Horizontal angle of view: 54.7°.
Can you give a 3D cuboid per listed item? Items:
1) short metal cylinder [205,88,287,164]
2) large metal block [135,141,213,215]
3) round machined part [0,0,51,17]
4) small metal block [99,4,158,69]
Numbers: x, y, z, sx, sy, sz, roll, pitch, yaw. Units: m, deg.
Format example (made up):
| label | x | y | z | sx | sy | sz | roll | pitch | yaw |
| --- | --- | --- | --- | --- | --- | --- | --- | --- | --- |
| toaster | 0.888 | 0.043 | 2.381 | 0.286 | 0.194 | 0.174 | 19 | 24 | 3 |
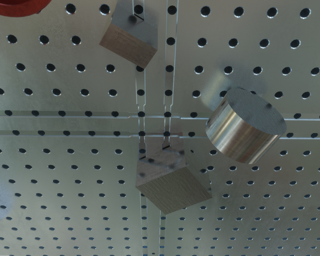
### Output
| label | x | y | z | sx | sy | sz | roll | pitch | yaw |
| --- | --- | --- | --- | --- | --- | --- | --- | --- | --- |
| short metal cylinder | 0.102 | -0.003 | 0.374 | 0.081 | 0.080 | 0.050 | 18 | 128 | -15 |
| large metal block | 0.021 | 0.076 | 0.461 | 0.080 | 0.050 | 0.080 | -26 | 126 | 20 |
| round machined part | -0.133 | -0.152 | 0.269 | 0.099 | 0.042 | 0.097 | -1 | 130 | 0 |
| small metal block | -0.030 | -0.093 | 0.315 | 0.050 | 0.050 | 0.025 | 26 | 125 | -21 |
